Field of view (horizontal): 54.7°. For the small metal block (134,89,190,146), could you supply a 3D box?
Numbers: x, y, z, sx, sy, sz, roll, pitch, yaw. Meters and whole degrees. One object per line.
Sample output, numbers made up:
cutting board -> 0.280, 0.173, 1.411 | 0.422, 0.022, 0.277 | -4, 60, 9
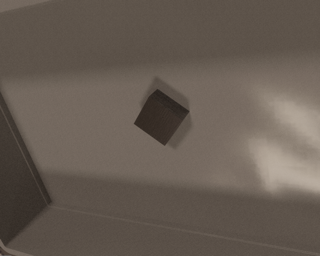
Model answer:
small metal block -> 0.002, -0.013, 0.398 | 0.050, 0.025, 0.050 | 36, 129, 4
